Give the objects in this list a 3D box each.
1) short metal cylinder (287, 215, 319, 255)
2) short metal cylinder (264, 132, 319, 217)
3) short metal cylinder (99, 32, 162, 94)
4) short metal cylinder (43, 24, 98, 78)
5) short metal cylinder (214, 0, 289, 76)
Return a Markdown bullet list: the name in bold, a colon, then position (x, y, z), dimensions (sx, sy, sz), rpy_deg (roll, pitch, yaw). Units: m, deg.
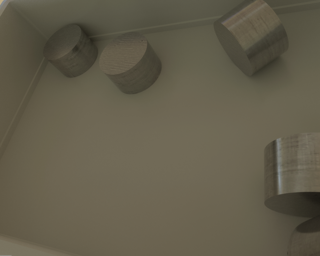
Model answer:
- **short metal cylinder**: position (0.144, 0.100, 0.227), dimensions (0.081, 0.050, 0.080), rpy_deg (9, 55, -13)
- **short metal cylinder**: position (0.134, 0.044, 0.273), dimensions (0.080, 0.080, 0.050), rpy_deg (-5, 60, 25)
- **short metal cylinder**: position (-0.044, -0.099, 0.472), dimensions (0.080, 0.050, 0.080), rpy_deg (-13, 56, 20)
- **short metal cylinder**: position (-0.160, -0.138, 0.555), dimensions (0.080, 0.050, 0.080), rpy_deg (-13, 56, 20)
- **short metal cylinder**: position (0.110, -0.112, 0.381), dimensions (0.050, 0.080, 0.080), rpy_deg (-35, 52, 5)
